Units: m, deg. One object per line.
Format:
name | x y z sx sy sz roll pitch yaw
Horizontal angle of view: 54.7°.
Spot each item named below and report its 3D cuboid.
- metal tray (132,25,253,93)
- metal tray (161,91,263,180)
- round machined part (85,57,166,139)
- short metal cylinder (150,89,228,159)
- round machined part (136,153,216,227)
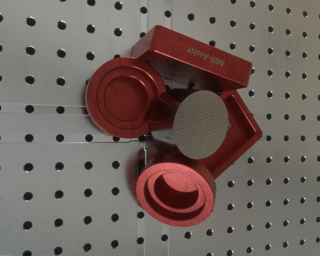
metal tray | 0.037 -0.081 0.392 0.131 0.090 0.030 16 85 -20
metal tray | 0.073 0.013 0.438 0.131 0.030 0.090 -38 103 -16
round machined part | -0.044 -0.036 0.388 0.099 0.042 0.097 0 90 -21
short metal cylinder | 0.035 -0.007 0.374 0.081 0.050 0.079 -7 102 -31
round machined part | 0.023 0.074 0.395 0.098 0.042 0.097 7 117 14
